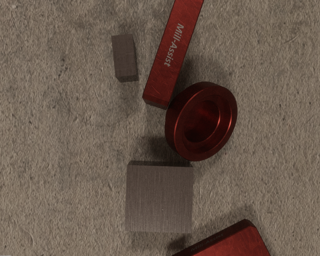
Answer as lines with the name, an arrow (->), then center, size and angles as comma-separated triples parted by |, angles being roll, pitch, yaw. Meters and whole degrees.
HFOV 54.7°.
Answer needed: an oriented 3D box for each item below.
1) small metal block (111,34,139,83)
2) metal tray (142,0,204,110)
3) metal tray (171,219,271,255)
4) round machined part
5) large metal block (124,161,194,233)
small metal block -> -0.044, -0.087, 0.397 | 0.025, 0.050, 0.050 | -6, 90, 0
metal tray -> 0.015, -0.089, 0.377 | 0.030, 0.090, 0.129 | 19, 90, 0
metal tray -> 0.082, 0.191, 0.409 | 0.131, 0.030, 0.090 | -27, 90, -1
round machined part -> 0.046, -0.011, 0.386 | 0.099, 0.042, 0.097 | -16, 121, -29
large metal block -> -0.001, 0.085, 0.398 | 0.081, 0.050, 0.079 | 2, 90, -1
